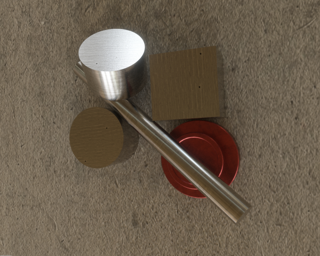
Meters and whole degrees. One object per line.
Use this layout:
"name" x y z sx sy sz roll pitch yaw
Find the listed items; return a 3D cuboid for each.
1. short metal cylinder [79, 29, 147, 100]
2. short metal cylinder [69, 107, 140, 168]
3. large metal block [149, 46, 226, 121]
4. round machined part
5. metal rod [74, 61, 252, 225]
"short metal cylinder" -0.058 -0.082 0.397 0.080 0.050 0.080 -1 53 2
"short metal cylinder" -0.075 0.012 0.424 0.080 0.050 0.080 0 90 20
"large metal block" 0.035 -0.050 0.382 0.080 0.050 0.080 -3 89 20
"round machined part" 0.047 0.039 0.384 0.098 0.042 0.097 0 90 20
"metal rod" -0.015 0.000 0.380 0.300 0.025 0.025 41 103 28
